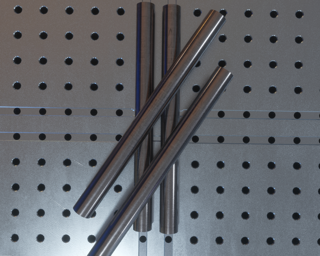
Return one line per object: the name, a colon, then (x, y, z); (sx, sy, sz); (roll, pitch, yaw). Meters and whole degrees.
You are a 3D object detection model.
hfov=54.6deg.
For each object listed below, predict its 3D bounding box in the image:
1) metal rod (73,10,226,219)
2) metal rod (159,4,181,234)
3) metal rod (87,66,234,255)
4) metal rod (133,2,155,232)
metal rod: (-0.013, -0.017, 0.389); (0.025, 0.025, 0.299); (35, 90, 0)
metal rod: (0.014, -0.011, 0.414); (0.025, 0.025, 0.298); (1, 90, 0)
metal rod: (-0.003, 0.053, 0.388); (0.025, 0.025, 0.299); (35, 90, 0)
metal rod: (-0.021, -0.014, 0.414); (0.025, 0.025, 0.298); (1, 90, 0)
